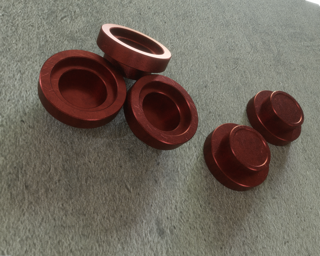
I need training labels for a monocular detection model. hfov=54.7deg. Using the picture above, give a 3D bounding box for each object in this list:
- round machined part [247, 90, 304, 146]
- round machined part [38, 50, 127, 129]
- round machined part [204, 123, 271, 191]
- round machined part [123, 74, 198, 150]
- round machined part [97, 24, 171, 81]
[{"bbox_3d":[0.196,-0.023,0.512,0.099,0.042,0.098,14,56,-21],"label":"round machined part"},{"bbox_3d":[-0.093,-0.041,0.368,0.099,0.042,0.098,13,56,-21],"label":"round machined part"},{"bbox_3d":[0.114,0.035,0.433,0.099,0.042,0.098,14,56,-21],"label":"round machined part"},{"bbox_3d":[-0.003,-0.017,0.396,0.099,0.042,0.098,17,57,-27],"label":"round machined part"},{"bbox_3d":[-0.038,-0.098,0.416,0.099,0.042,0.098,21,28,-11],"label":"round machined part"}]
